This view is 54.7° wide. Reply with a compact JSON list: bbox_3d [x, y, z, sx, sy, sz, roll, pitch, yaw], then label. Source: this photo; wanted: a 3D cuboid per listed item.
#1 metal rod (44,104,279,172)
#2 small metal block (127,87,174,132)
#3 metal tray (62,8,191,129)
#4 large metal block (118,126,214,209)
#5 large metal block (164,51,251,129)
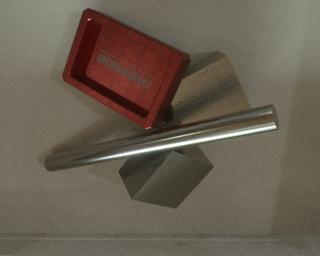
[{"bbox_3d":[-0.022,0.019,0.357,0.300,0.025,0.025,-13,112,28],"label":"metal rod"},{"bbox_3d":[-0.017,-0.027,0.387,0.050,0.025,0.050,-14,99,30],"label":"small metal block"},{"bbox_3d":[-0.042,-0.068,0.354,0.130,0.030,0.089,30,109,16],"label":"metal tray"},{"bbox_3d":[0.008,0.053,0.400,0.080,0.050,0.080,24,111,-41],"label":"large metal block"},{"bbox_3d":[0.058,-0.038,0.385,0.080,0.050,0.080,-27,108,9],"label":"large metal block"}]
